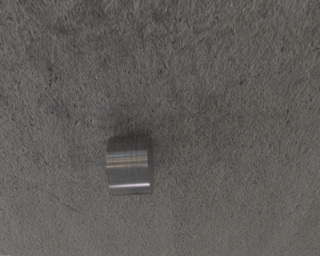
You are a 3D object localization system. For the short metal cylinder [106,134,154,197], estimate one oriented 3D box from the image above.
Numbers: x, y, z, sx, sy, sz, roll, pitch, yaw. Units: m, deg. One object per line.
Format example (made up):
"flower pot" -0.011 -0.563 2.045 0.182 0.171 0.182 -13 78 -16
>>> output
"short metal cylinder" -0.037 0.049 0.412 0.050 0.080 0.080 -4 130 3
